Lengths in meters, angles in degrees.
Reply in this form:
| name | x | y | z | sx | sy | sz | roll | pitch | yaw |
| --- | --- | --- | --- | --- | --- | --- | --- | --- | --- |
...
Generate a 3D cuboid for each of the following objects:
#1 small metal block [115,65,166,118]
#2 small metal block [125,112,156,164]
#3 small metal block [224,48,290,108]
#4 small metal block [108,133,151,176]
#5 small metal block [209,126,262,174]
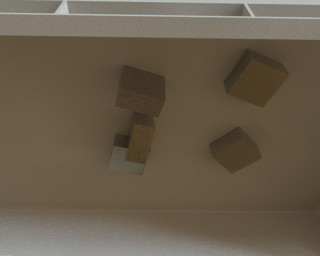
| name | x | y | z | sx | sy | sz | roll | pitch | yaw |
| --- | --- | --- | --- | --- | --- | --- | --- | --- | --- |
| small metal block | -0.022 | -0.043 | 0.356 | 0.050 | 0.050 | 0.025 | 15 | 129 | -12 |
| small metal block | -0.026 | 0.010 | 0.392 | 0.025 | 0.050 | 0.050 | 12 | 110 | -10 |
| small metal block | 0.111 | -0.057 | 0.361 | 0.050 | 0.025 | 0.050 | 19 | 128 | -16 |
| small metal block | -0.044 | 0.039 | 0.441 | 0.050 | 0.025 | 0.050 | 11 | 129 | -10 |
| small metal block | 0.106 | 0.032 | 0.437 | 0.050 | 0.025 | 0.050 | -34 | 123 | 25 |
